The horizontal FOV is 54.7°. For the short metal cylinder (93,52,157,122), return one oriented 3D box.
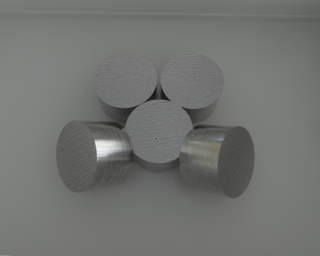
[{"bbox_3d":[-0.044,-0.053,0.413,0.081,0.050,0.080,0,70,0],"label":"short metal cylinder"}]

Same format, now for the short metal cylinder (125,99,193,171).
[{"bbox_3d":[-0.001,0.011,0.389,0.081,0.050,0.080,0,70,0],"label":"short metal cylinder"}]

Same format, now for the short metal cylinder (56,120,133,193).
[{"bbox_3d":[-0.077,0.032,0.360,0.050,0.080,0.080,1,62,-48],"label":"short metal cylinder"}]

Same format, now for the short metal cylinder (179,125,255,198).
[{"bbox_3d":[0.068,0.037,0.359,0.050,0.080,0.080,3,64,43],"label":"short metal cylinder"}]

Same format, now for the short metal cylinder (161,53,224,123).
[{"bbox_3d":[0.041,-0.052,0.415,0.081,0.050,0.080,0,70,0],"label":"short metal cylinder"}]
